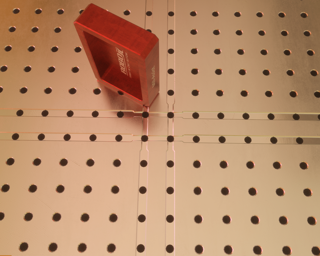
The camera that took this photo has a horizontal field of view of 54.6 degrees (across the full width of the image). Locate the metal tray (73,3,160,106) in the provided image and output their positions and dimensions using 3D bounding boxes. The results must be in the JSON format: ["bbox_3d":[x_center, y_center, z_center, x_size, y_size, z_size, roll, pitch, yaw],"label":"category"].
[{"bbox_3d":[-0.047,-0.083,0.386,0.090,0.130,0.030,29,73,10],"label":"metal tray"}]
